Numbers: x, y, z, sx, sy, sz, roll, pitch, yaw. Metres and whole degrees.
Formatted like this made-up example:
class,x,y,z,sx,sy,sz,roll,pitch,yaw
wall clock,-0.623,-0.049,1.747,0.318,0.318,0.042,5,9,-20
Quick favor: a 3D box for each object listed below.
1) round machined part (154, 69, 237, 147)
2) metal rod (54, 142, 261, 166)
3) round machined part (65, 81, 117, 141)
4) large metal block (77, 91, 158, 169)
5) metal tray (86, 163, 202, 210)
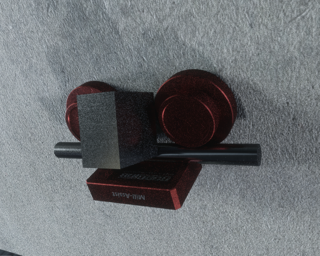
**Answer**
class,x,y,z,sx,sy,sz,roll,pitch,yaw
round machined part,0.037,-0.016,0.366,0.098,0.042,0.097,13,124,20
metal rod,-0.023,0.032,0.412,0.300,0.025,0.025,-1,118,28
round machined part,-0.092,-0.013,0.433,0.098,0.042,0.097,13,124,20
large metal block,-0.046,0.000,0.361,0.050,0.080,0.079,-2,94,28
metal tray,-0.020,0.062,0.413,0.130,0.090,0.030,-1,118,28
